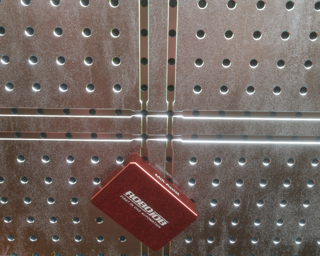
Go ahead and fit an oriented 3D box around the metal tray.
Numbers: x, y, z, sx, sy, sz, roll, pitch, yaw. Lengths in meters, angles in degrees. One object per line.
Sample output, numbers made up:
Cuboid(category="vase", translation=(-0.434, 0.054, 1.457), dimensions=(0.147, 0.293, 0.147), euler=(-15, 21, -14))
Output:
Cuboid(category="metal tray", translation=(-0.021, 0.110, 0.451), dimensions=(0.130, 0.030, 0.090), euler=(43, 104, -14))
